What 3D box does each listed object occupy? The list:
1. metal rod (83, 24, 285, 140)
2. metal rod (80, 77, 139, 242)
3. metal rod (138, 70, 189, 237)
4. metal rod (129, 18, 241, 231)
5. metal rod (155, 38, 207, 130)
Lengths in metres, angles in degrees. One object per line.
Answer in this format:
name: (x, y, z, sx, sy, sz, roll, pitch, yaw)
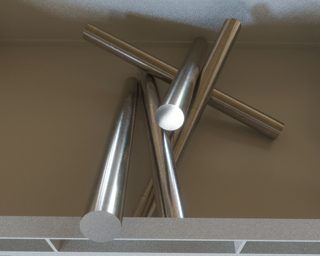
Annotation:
metal rod: (0.026, -0.067, 0.427, 0.301, 0.025, 0.025, 29, 55, 9)
metal rod: (-0.039, -0.002, 0.324, 0.025, 0.025, 0.300, -1, 24, -1)
metal rod: (-0.006, -0.009, 0.371, 0.025, 0.025, 0.300, -5, 38, -5)
metal rod: (0.041, -0.022, 0.379, 0.025, 0.025, 0.300, 20, 66, 15)
metal rod: (0.038, -0.075, 0.396, 0.025, 0.025, 0.301, 10, 28, 8)
